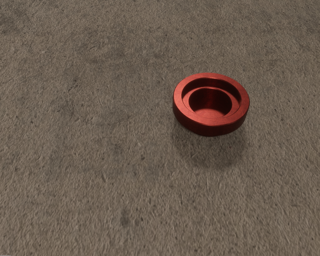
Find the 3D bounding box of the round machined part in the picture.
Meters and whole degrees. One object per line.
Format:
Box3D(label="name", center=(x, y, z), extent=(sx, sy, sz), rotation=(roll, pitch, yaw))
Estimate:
Box3D(label="round machined part", center=(0.066, -0.027, 0.416), extent=(0.099, 0.042, 0.098), rotation=(0, 50, 0))
